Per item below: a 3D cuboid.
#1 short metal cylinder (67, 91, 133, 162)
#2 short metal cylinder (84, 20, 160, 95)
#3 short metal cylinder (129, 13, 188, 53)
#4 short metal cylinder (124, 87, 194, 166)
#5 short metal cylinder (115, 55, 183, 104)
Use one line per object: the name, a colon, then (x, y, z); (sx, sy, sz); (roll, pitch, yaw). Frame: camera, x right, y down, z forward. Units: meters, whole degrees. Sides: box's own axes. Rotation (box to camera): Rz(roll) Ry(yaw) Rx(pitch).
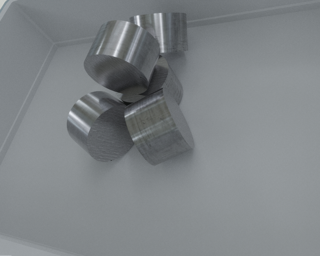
short metal cylinder: (-0.074, -0.002, 0.408); (0.050, 0.080, 0.080); (33, 80, 38)
short metal cylinder: (-0.045, -0.083, 0.379); (0.080, 0.080, 0.050); (3, 64, 30)
short metal cylinder: (-0.001, -0.133, 0.443); (0.080, 0.080, 0.050); (4, 106, 30)
short metal cylinder: (0.001, -0.002, 0.369); (0.050, 0.080, 0.080); (-26, 53, 13)
short metal cylinder: (-0.015, -0.056, 0.429); (0.080, 0.050, 0.080); (-13, 56, 21)
